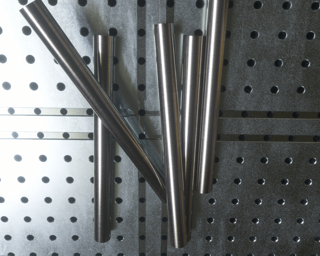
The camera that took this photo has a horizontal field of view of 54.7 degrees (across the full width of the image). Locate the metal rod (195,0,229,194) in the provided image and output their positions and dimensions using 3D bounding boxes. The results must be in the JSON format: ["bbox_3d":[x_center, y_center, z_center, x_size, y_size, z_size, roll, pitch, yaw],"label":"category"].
[{"bbox_3d":[0.066,-0.052,0.395,0.025,0.025,0.298,1,110,-1],"label":"metal rod"}]

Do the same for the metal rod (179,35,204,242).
[{"bbox_3d":[0.038,0.028,0.424,0.025,0.025,0.298,1,110,-1],"label":"metal rod"}]

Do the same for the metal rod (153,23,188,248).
[{"bbox_3d":[0.016,0.020,0.405,0.025,0.025,0.298,-4,104,1],"label":"metal rod"}]

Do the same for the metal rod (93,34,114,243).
[{"bbox_3d":[-0.078,0.028,0.422,0.025,0.025,0.298,4,110,-2],"label":"metal rod"}]

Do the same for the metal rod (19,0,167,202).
[{"bbox_3d":[-0.060,-0.014,0.382,0.025,0.025,0.299,-28,117,9],"label":"metal rod"}]
